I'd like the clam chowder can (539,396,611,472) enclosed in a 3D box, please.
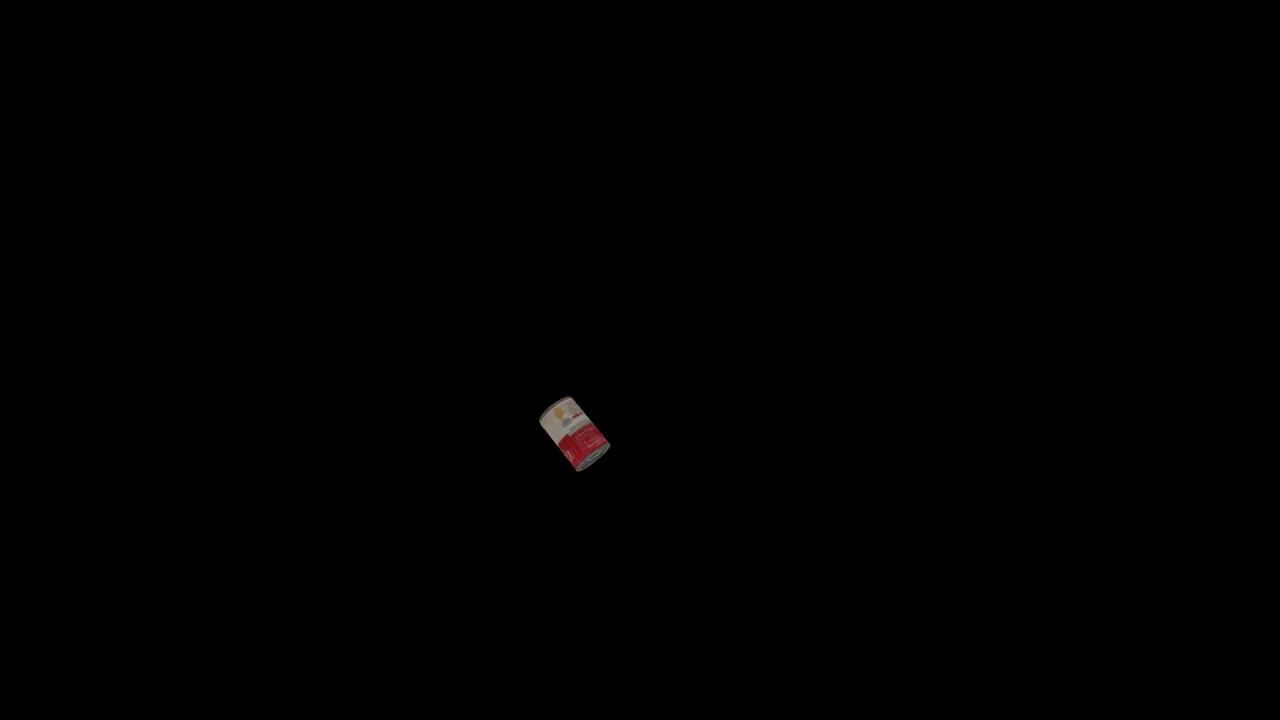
[{"bbox_3d":[-0.104,0.116,0.973,0.068,0.102,0.068,-37,-15,-11],"label":"clam chowder can"}]
